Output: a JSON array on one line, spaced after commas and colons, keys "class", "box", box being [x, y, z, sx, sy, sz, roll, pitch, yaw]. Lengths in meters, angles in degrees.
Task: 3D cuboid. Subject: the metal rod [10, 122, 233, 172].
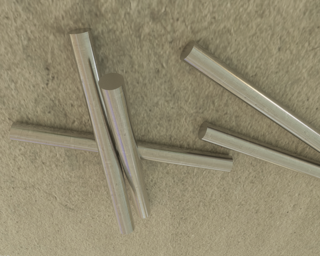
[{"class": "metal rod", "box": [-0.046, 0.028, 0.430, 0.302, 0.025, 0.025, 9, 130, -9]}]

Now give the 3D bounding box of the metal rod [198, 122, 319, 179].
[{"class": "metal rod", "box": [0.194, 0.049, 0.452, 0.302, 0.025, 0.025, 19, 128, -16]}]

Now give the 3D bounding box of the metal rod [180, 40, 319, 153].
[{"class": "metal rod", "box": [0.151, -0.018, 0.394, 0.301, 0.025, 0.025, 29, 124, -23]}]

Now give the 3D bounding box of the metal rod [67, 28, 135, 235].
[{"class": "metal rod", "box": [-0.067, 0.026, 0.397, 0.025, 0.025, 0.298, -5, 121, 4]}]

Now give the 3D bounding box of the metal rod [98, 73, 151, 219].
[{"class": "metal rod", "box": [-0.038, 0.049, 0.414, 0.025, 0.025, 0.298, -3, 141, 2]}]
